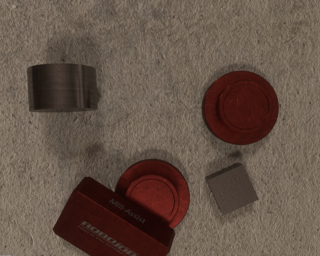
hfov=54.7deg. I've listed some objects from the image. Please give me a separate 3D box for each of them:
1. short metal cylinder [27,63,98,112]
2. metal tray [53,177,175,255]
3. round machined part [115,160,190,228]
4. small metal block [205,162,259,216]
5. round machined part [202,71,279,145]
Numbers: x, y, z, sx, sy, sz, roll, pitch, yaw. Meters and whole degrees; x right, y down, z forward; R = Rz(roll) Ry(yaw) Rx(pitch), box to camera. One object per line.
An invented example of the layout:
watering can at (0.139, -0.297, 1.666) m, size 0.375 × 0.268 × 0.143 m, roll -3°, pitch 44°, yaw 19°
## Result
short metal cylinder at (-0.119, -0.047, 0.381) m, size 0.081 × 0.080 × 0.050 m, roll -3°, pitch 90°, yaw -1°
metal tray at (-0.059, 0.129, 0.385) m, size 0.130 × 0.030 × 0.089 m, roll 32°, pitch 121°, yaw -1°
round machined part at (-0.010, 0.091, 0.401) m, size 0.099 × 0.042 × 0.097 m, roll 0°, pitch 90°, yaw -1°
small metal block at (0.094, 0.080, 0.411) m, size 0.050 × 0.025 × 0.050 m, roll -25°, pitch 90°, yaw -1°
round machined part at (0.106, -0.026, 0.403) m, size 0.099 × 0.042 × 0.097 m, roll 0°, pitch 90°, yaw -1°
